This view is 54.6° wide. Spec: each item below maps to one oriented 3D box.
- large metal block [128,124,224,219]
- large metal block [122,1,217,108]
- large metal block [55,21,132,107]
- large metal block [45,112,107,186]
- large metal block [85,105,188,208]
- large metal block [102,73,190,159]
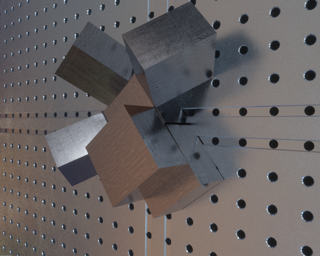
[{"bbox_3d":[0.016,0.052,0.380,0.080,0.050,0.080,-43,63,30],"label":"large metal block"},{"bbox_3d":[0.013,-0.078,0.343,0.080,0.080,0.050,-28,66,-6],"label":"large metal block"},{"bbox_3d":[-0.084,-0.088,0.424,0.050,0.080,0.080,-45,24,31],"label":"large metal block"},{"bbox_3d":[-0.105,0.032,0.442,0.050,0.080,0.080,60,165,24],"label":"large metal block"},{"bbox_3d":[-0.029,0.031,0.351,0.080,0.050,0.080,-44,64,30],"label":"large metal block"},{"bbox_3d":[-0.021,-0.014,0.411,0.080,0.050,0.080,-46,63,30],"label":"large metal block"}]
